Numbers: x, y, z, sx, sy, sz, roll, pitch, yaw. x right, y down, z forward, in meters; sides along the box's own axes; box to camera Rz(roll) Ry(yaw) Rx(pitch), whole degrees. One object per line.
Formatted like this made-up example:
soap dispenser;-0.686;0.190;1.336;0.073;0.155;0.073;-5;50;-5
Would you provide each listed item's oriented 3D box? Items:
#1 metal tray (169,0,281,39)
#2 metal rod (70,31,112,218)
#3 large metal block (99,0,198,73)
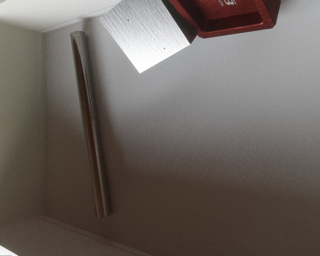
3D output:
metal tray;0.049;-0.141;0.295;0.090;0.130;0.030;4;70;39
metal rod;-0.112;-0.011;0.496;0.025;0.025;0.298;-16;80;38
large metal block;-0.010;-0.125;0.372;0.080;0.050;0.080;-22;115;37
